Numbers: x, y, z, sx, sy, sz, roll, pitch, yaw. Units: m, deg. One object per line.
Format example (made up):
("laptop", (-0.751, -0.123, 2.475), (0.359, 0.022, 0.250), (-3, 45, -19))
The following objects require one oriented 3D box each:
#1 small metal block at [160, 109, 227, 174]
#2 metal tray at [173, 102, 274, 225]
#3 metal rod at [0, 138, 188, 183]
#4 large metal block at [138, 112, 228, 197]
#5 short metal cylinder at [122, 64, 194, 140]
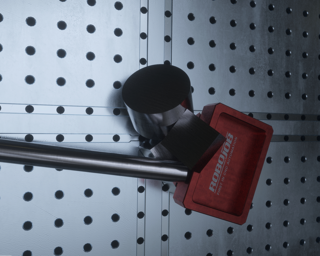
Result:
("small metal block", (0.038, 0.015, 0.350), (0.050, 0.050, 0.025), (-53, 147, 5))
("metal tray", (0.080, 0.044, 0.385), (0.091, 0.030, 0.129), (22, 82, -19))
("metal rod", (-0.119, 0.031, 0.338), (0.302, 0.025, 0.025), (8, 87, -9))
("large metal block", (0.032, 0.035, 0.411), (0.080, 0.050, 0.080), (-37, 102, -17))
("short metal cylinder", (-0.001, -0.032, 0.377), (0.080, 0.080, 0.050), (-37, 145, -17))
